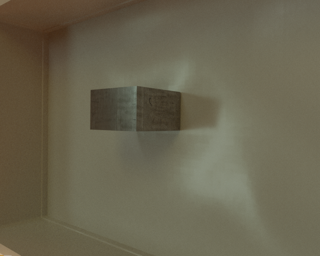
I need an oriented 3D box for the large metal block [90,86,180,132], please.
[{"bbox_3d":[-0.031,-0.022,0.395,0.080,0.081,0.050,2,91,40],"label":"large metal block"}]
